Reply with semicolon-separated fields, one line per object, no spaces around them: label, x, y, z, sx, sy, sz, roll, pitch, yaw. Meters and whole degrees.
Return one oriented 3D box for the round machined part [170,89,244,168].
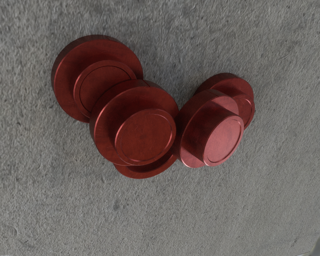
round machined part;0.062;0.007;0.369;0.099;0.042;0.097;-24;131;-31

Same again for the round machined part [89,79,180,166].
round machined part;-0.022;0.001;0.332;0.099;0.042;0.097;-14;125;-21

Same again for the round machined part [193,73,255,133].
round machined part;0.093;-0.024;0.434;0.099;0.042;0.097;-14;125;-21

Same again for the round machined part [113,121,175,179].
round machined part;-0.020;0.014;0.396;0.099;0.042;0.097;-14;125;-21

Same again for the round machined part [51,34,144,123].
round machined part;-0.063;-0.047;0.334;0.099;0.042;0.097;-14;125;-21
